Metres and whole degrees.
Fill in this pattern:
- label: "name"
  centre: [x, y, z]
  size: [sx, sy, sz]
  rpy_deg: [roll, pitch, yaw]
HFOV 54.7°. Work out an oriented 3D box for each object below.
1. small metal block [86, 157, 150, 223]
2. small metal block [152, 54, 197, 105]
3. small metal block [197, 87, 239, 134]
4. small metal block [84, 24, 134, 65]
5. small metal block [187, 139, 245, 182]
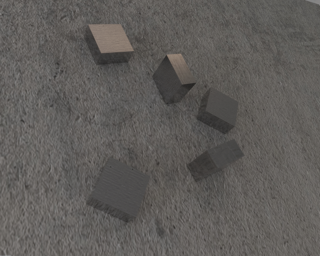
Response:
- label: "small metal block"
  centre: [-0.045, 0.067, 0.338]
  size: [0.050, 0.025, 0.050]
  rpy_deg: [28, 52, -11]
- label: "small metal block"
  centre: [0.019, -0.069, 0.440]
  size: [0.025, 0.050, 0.050]
  rpy_deg: [-13, 69, -33]
- label: "small metal block"
  centre: [0.088, -0.026, 0.467]
  size: [0.050, 0.025, 0.050]
  rpy_deg: [27, 52, -11]
- label: "small metal block"
  centre: [-0.072, -0.119, 0.437]
  size: [0.050, 0.025, 0.050]
  rpy_deg: [-14, 69, -34]
- label: "small metal block"
  centre: [0.071, 0.042, 0.400]
  size: [0.050, 0.050, 0.025]
  rpy_deg: [-17, 71, -35]
